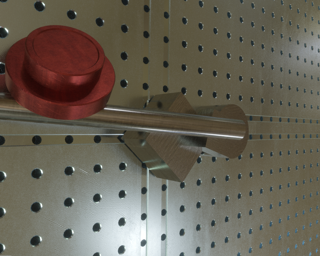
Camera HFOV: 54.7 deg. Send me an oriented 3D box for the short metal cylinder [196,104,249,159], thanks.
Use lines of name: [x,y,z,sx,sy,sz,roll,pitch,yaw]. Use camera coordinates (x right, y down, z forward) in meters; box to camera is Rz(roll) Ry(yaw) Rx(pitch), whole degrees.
short metal cylinder: [0.090,0.005,0.471,0.081,0.050,0.079,0,90,-40]

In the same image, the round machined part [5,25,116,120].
round machined part: [-0.089,-0.058,0.289,0.099,0.042,0.098,14,48,-15]

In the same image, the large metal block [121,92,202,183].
large metal block: [0.011,0.011,0.401,0.080,0.050,0.080,52,60,-28]

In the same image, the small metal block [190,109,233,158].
small metal block: [0.071,0.007,0.403,0.050,0.025,0.050,24,75,-38]

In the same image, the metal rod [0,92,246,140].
metal rod: [-0.041,-0.011,0.319,0.302,0.025,0.025,5,87,-23]
